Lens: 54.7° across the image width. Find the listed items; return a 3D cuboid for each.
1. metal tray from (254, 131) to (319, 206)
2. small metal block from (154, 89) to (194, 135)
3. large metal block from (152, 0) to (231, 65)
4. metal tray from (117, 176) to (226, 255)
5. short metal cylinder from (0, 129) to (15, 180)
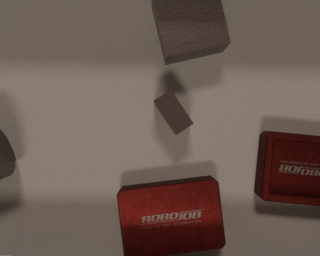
[{"bbox_3d":[0.198,0.055,0.411,0.131,0.030,0.089,6,90,-1],"label":"metal tray"},{"bbox_3d":[0.016,-0.019,0.399,0.025,0.050,0.050,-34,90,0],"label":"small metal block"},{"bbox_3d":[0.037,-0.133,0.399,0.080,0.050,0.080,-13,90,-1],"label":"large metal block"},{"bbox_3d":[0.015,0.117,0.409,0.131,0.030,0.089,-7,90,-1],"label":"metal tray"},{"bbox_3d":[-0.226,0.034,0.381,0.050,0.080,0.080,-24,90,0],"label":"short metal cylinder"}]
